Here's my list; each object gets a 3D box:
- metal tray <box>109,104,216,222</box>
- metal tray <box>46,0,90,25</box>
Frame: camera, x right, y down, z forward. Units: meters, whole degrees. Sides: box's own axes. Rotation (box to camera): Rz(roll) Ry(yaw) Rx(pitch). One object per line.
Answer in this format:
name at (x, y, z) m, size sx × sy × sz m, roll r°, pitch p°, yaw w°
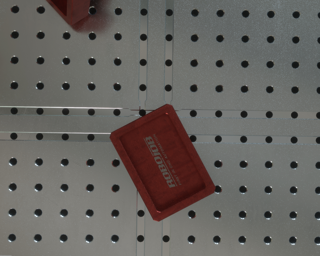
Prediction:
metal tray at (0.004, 0.044, 0.410) m, size 0.090 × 0.030 × 0.130 m, roll -28°, pitch 90°, yaw -1°
metal tray at (-0.139, -0.202, 0.376) m, size 0.130 × 0.090 × 0.030 m, roll 47°, pitch 67°, yaw -1°
